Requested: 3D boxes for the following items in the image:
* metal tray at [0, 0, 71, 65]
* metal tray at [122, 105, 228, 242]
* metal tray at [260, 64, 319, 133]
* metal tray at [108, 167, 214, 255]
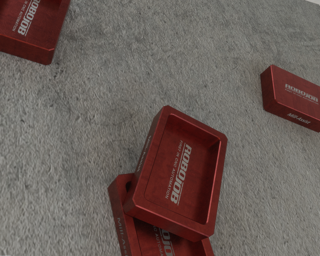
[{"bbox_3d":[-0.171,-0.150,0.399,0.091,0.030,0.130,16,55,-19],"label":"metal tray"},{"bbox_3d":[0.023,0.047,0.344,0.090,0.030,0.130,27,52,-12],"label":"metal tray"},{"bbox_3d":[0.248,-0.054,0.566,0.131,0.030,0.090,19,54,-17],"label":"metal tray"},{"bbox_3d":[0.003,0.111,0.333,0.091,0.030,0.130,-3,63,-30],"label":"metal tray"}]
